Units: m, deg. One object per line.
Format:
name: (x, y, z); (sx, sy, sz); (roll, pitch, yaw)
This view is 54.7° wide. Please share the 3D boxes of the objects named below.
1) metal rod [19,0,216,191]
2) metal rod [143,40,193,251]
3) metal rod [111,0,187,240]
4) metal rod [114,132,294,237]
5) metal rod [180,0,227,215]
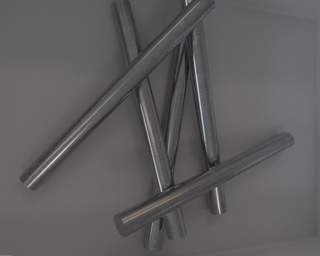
metal rod: (-0.047, -0.045, 0.362); (0.300, 0.025, 0.025); (-46, 105, -2)
metal rod: (0.014, 0.010, 0.415); (0.025, 0.025, 0.298); (10, 86, -20)
metal rod: (-0.014, -0.011, 0.388); (0.025, 0.025, 0.298); (-13, 88, -20)
metal rod: (0.079, 0.060, 0.402); (0.302, 0.025, 0.025); (-19, 97, -33)
metal rod: (0.059, -0.027, 0.414); (0.025, 0.025, 0.298); (-13, 101, -20)
